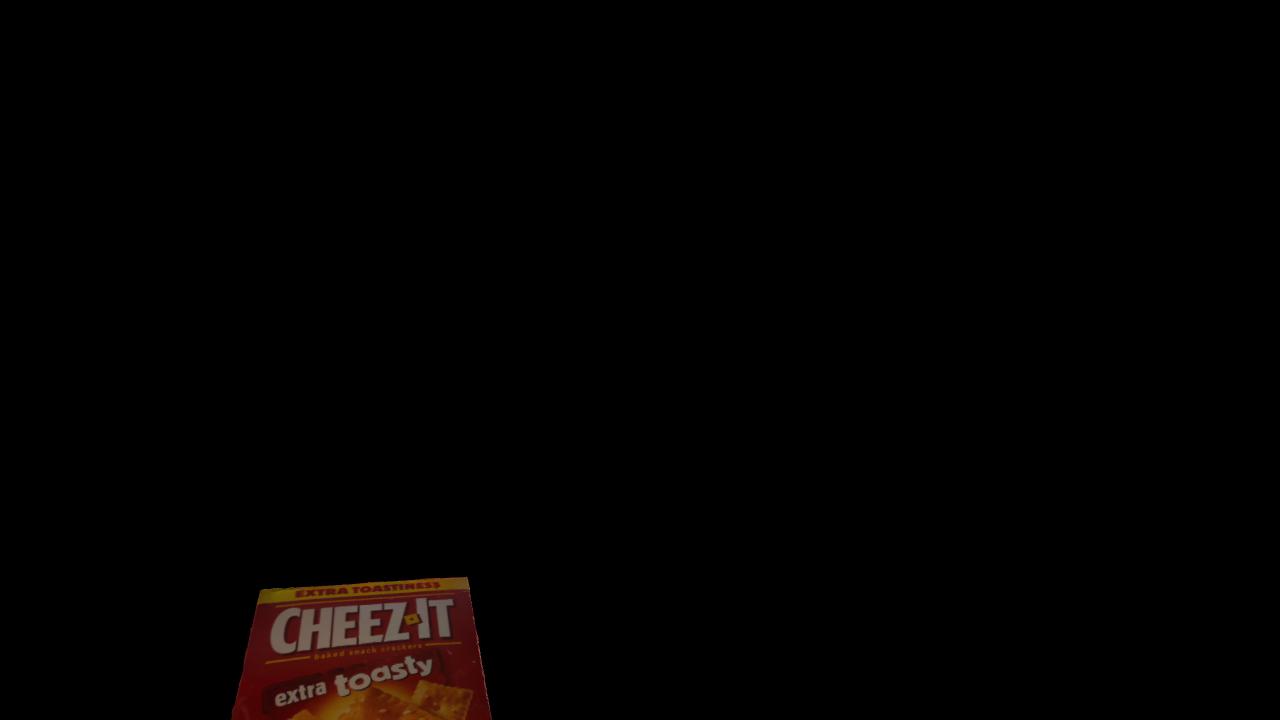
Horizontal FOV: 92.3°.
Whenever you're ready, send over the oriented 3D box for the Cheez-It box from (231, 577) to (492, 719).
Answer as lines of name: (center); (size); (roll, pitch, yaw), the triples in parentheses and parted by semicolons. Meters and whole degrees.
Cheez-It box: (-0.196, 0.259, 0.440); (0.166, 0.071, 0.223); (7, 21, -26)
